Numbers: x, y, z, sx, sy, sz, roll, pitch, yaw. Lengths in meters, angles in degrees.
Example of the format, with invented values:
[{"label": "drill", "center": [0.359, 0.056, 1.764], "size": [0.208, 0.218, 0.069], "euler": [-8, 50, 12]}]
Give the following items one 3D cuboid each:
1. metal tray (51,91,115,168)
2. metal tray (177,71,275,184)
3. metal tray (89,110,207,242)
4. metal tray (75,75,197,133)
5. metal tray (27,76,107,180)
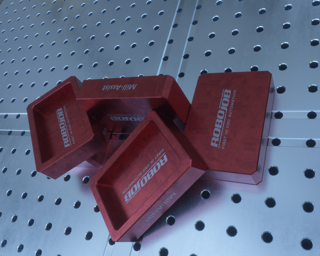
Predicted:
[{"label": "metal tray", "center": [-0.116, -0.007, 0.468], "size": [0.090, 0.030, 0.130], "euler": [-1, 62, 27]}, {"label": "metal tray", "center": [0.079, -0.005, 0.365], "size": [0.090, 0.030, 0.130], "euler": [3, 63, 29]}, {"label": "metal tray", "center": [-0.020, 0.055, 0.356], "size": [0.130, 0.030, 0.090], "euler": [-48, 50, 16]}, {"label": "metal tray", "center": [-0.029, -0.026, 0.395], "size": [0.130, 0.090, 0.030], "euler": [2, 63, 28]}, {"label": "metal tray", "center": [-0.135, -0.004, 0.436], "size": [0.090, 0.030, 0.130], "euler": [-32, 52, 6]}]
